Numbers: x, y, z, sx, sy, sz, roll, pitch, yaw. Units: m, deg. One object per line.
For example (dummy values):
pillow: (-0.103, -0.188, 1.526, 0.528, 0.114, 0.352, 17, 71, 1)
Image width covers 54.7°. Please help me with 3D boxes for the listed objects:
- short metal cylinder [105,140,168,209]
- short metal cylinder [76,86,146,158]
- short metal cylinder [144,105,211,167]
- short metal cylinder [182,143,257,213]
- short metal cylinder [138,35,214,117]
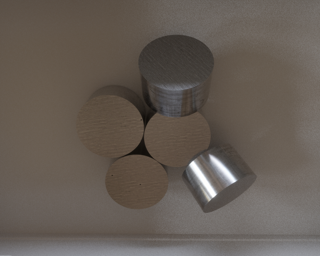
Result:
short metal cylinder: (-0.030, 0.061, 0.418, 0.081, 0.050, 0.079, 0, 110, -1)
short metal cylinder: (-0.059, -0.009, 0.391, 0.081, 0.050, 0.079, 0, 110, -1)
short metal cylinder: (0.021, 0.003, 0.397, 0.081, 0.050, 0.079, 0, 110, -1)
short metal cylinder: (0.076, 0.065, 0.399, 0.081, 0.050, 0.080, -25, 149, -16)
short metal cylinder: (0.018, -0.059, 0.351, 0.081, 0.080, 0.050, -3, 149, 0)
